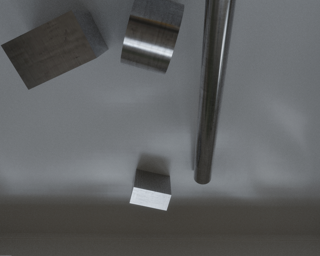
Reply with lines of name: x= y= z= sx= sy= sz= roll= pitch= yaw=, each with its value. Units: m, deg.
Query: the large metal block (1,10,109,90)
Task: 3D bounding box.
large metal block: x=-0.111 y=-0.090 z=0.347 sx=0.080 sy=0.080 sz=0.050 roll=-23 pitch=109 yaw=8

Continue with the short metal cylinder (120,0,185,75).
short metal cylinder: x=-0.009 y=-0.103 z=0.344 sx=0.050 sy=0.080 sz=0.079 roll=15 pitch=109 yaw=-6

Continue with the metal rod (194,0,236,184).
metal rod: x=0.055 y=-0.034 z=0.333 sx=0.025 sy=0.025 sz=0.298 roll=-3 pitch=136 yaw=0

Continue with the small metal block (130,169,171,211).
small metal block: x=-0.013 y=0.084 z=0.429 sx=0.050 sy=0.050 sz=0.025 roll=13 pitch=110 yaw=-5
